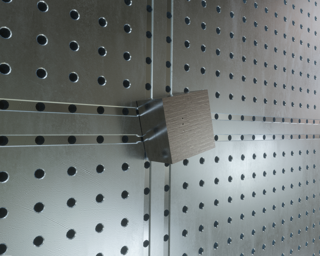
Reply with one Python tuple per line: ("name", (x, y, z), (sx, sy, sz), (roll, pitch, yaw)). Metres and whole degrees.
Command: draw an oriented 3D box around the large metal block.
("large metal block", (0.023, -0.004, 0.410), (0.081, 0.050, 0.080), (-16, 100, -39))
